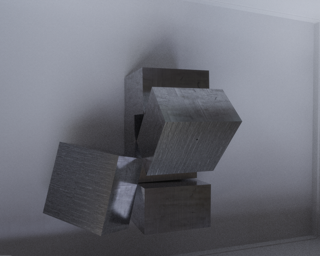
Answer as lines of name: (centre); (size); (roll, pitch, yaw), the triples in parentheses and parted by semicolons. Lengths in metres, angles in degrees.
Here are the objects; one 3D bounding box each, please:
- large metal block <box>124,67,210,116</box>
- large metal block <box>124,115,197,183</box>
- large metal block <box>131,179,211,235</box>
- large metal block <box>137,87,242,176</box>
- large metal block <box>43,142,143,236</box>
large metal block: (0.006, -0.041, 0.382); (0.081, 0.080, 0.050); (-1, 91, -20)
large metal block: (0.000, 0.024, 0.398); (0.081, 0.050, 0.079); (-1, 90, -20)
large metal block: (0.007, 0.090, 0.383); (0.081, 0.080, 0.050); (0, 90, -20)
large metal block: (0.027, 0.004, 0.331); (0.081, 0.079, 0.050); (-1, 46, -21)
large metal block: (-0.073, 0.064, 0.345); (0.050, 0.080, 0.080); (20, 82, -63)
